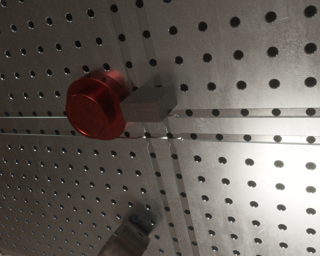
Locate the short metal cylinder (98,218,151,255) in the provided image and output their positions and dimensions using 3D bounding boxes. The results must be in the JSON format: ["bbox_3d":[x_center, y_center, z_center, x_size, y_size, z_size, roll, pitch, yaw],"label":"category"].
[{"bbox_3d":[-0.061,0.203,0.532,0.050,0.080,0.080,41,129,0],"label":"short metal cylinder"}]

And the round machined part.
[{"bbox_3d":[-0.091,-0.024,0.432,0.098,0.042,0.097,13,124,20],"label":"round machined part"}]

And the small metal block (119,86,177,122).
[{"bbox_3d":[-0.013,-0.030,0.382,0.050,0.050,0.025,1,119,27],"label":"small metal block"}]
